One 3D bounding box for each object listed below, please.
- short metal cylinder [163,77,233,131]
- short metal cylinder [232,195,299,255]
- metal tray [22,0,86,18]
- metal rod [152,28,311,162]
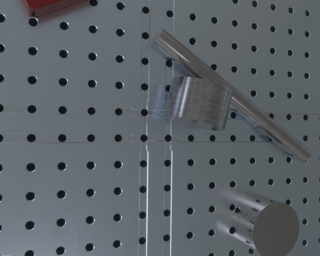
[{"bbox_3d":[0.049,-0.030,0.401,0.081,0.080,0.050,15,85,-20],"label":"short metal cylinder"},{"bbox_3d":[0.155,0.144,0.457,0.081,0.050,0.080,0,90,-20],"label":"short metal cylinder"},{"bbox_3d":[-0.137,-0.207,0.358,0.091,0.030,0.129,-28,99,-18],"label":"metal tray"},{"bbox_3d":[0.114,-0.039,0.454,0.301,0.025,0.025,35,79,-17],"label":"metal rod"}]
